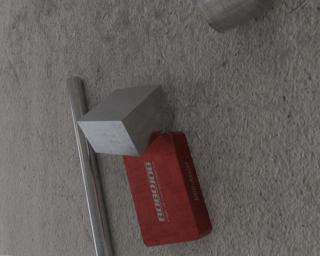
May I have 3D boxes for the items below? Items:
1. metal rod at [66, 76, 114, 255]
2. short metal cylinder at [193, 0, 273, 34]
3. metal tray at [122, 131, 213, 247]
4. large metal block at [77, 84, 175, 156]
[{"bbox_3d":[-0.114,0.061,0.499,0.025,0.025,0.299,-21,77,38],"label":"metal rod"},{"bbox_3d":[0.071,-0.143,0.311,0.050,0.081,0.080,-19,78,38],"label":"short metal cylinder"},{"bbox_3d":[0.005,0.079,0.397,0.090,0.030,0.129,-25,75,37],"label":"metal tray"},{"bbox_3d":[-0.042,-0.011,0.394,0.080,0.080,0.050,0,126,40],"label":"large metal block"}]
